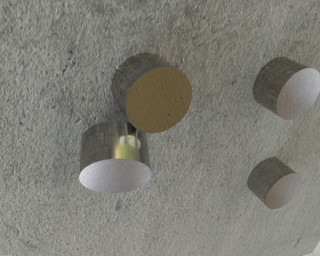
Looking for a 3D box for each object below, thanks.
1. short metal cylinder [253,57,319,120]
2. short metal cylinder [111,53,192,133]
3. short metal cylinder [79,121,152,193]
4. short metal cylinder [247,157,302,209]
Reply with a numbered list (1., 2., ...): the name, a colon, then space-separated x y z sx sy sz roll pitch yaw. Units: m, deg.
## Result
1. short metal cylinder: 0.186 -0.058 0.456 0.081 0.050 0.079 -14 124 -21
2. short metal cylinder: -0.010 -0.041 0.360 0.081 0.050 0.079 -14 124 -21
3. short metal cylinder: -0.053 0.036 0.364 0.081 0.050 0.080 -6 143 -4
4. short metal cylinder: 0.209 0.101 0.567 0.081 0.050 0.079 -14 124 -21
